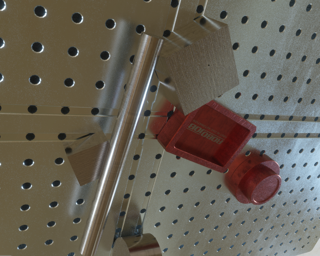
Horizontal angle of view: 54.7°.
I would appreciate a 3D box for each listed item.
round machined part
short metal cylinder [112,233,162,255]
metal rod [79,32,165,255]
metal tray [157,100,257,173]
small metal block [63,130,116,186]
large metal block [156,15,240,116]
[{"bbox_3d":[0.178,0.100,0.559,0.099,0.042,0.097,-14,124,-21],"label":"round machined part"},{"bbox_3d":[-0.037,0.210,0.485,0.050,0.080,0.079,2,117,-30],"label":"short metal cylinder"},{"bbox_3d":[-0.053,0.036,0.372,0.025,0.025,0.298,6,115,-31],"label":"metal rod"},{"bbox_3d":[0.071,0.008,0.451,0.131,0.030,0.090,24,105,-37],"label":"metal tray"},{"bbox_3d":[-0.086,0.038,0.388,0.050,0.025,0.050,-22,127,-15],"label":"small metal block"},{"bbox_3d":[0.041,-0.075,0.371,0.080,0.050,0.080,-30,129,-9],"label":"large metal block"}]
